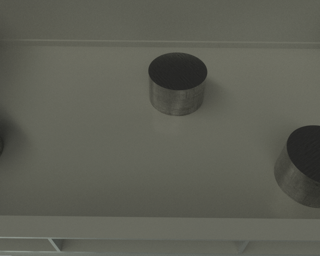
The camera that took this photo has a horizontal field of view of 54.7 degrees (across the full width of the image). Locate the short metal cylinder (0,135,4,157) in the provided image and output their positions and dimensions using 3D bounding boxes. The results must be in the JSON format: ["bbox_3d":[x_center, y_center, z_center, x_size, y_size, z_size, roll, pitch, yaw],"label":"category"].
[{"bbox_3d":[-0.241,0.016,0.374,0.080,0.050,0.080,0,50,0],"label":"short metal cylinder"}]

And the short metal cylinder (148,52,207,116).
[{"bbox_3d":[0.024,-0.063,0.442,0.080,0.050,0.080,0,50,0],"label":"short metal cylinder"}]

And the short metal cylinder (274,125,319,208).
[{"bbox_3d":[0.178,0.043,0.353,0.080,0.050,0.080,0,50,0],"label":"short metal cylinder"}]
